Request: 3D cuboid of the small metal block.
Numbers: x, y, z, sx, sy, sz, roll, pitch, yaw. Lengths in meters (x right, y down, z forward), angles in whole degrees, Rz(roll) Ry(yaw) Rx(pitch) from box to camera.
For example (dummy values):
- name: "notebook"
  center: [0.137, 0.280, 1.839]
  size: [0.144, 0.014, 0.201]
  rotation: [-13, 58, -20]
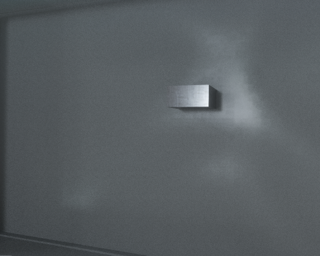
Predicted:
- name: "small metal block"
  center: [0.040, -0.037, 0.383]
  size: [0.050, 0.050, 0.025]
  rotation: [1, 91, 20]
